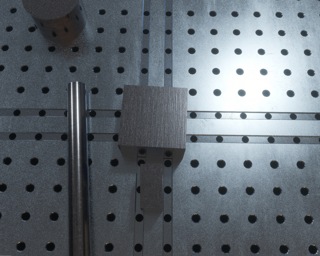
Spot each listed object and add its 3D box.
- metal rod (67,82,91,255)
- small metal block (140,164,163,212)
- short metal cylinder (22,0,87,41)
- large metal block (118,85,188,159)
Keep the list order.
[{"bbox_3d":[-0.100,0.081,0.380,0.025,0.025,0.299,-6,70,-3],"label":"metal rod"},{"bbox_3d":[-0.010,0.073,0.372,0.025,0.050,0.050,-1,70,-1],"label":"small metal block"},{"bbox_3d":[-0.154,-0.178,0.462,0.081,0.050,0.080,0,70,0],"label":"short metal cylinder"},{"bbox_3d":[-0.008,-0.007,0.401,0.081,0.050,0.080,3,70,1],"label":"large metal block"}]
